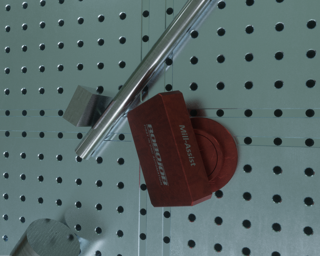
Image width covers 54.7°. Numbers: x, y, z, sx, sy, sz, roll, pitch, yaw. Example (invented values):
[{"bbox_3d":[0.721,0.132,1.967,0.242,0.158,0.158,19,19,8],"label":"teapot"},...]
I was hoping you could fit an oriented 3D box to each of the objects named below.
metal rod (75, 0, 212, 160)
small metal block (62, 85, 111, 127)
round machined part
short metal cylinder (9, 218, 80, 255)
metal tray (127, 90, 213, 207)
[{"bbox_3d":[-0.021,-0.075,0.418,0.025,0.025,0.299,43,103,14],"label":"metal rod"},{"bbox_3d":[-0.101,-0.030,0.434,0.025,0.050,0.050,32,100,17],"label":"small metal block"},{"bbox_3d":[0.047,0.035,0.387,0.098,0.042,0.097,0,89,19],"label":"round machined part"},{"bbox_3d":[-0.162,0.176,0.439,0.080,0.080,0.050,39,102,15],"label":"short metal cylinder"},{"bbox_3d":[0.007,0.029,0.381,0.090,0.030,0.129,-24,80,55],"label":"metal tray"}]
